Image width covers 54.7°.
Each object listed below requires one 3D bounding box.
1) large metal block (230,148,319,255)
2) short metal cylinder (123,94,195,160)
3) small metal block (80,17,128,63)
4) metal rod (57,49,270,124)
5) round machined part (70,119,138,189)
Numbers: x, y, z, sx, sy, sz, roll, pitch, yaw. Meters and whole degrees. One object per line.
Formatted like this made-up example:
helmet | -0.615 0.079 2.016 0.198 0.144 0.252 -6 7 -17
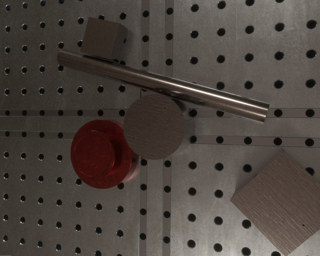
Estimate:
large metal block | 0.140 0.080 0.350 0.080 0.050 0.080 46 104 14
short metal cylinder | 0.000 -0.001 0.398 0.080 0.050 0.079 0 90 19
small metal block | -0.079 -0.125 0.439 0.050 0.025 0.050 18 96 18
metal rod | -0.009 -0.061 0.414 0.301 0.025 0.025 18 96 18
round machined part | -0.084 0.037 0.432 0.098 0.042 0.097 0 90 19
